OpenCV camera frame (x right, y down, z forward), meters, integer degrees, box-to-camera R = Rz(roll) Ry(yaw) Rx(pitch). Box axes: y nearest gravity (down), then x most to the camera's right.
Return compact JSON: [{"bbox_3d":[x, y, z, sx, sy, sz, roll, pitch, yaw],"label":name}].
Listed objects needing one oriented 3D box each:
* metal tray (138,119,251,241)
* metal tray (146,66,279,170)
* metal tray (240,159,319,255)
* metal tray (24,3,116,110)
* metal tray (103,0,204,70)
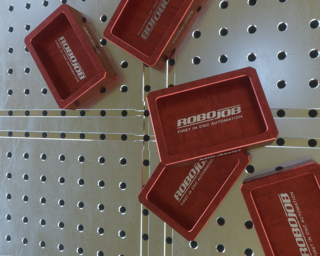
[{"bbox_3d":[0.042,0.064,0.395,0.090,0.030,0.129,35,101,16],"label":"metal tray"},{"bbox_3d":[0.057,-0.011,0.361,0.131,0.030,0.090,-14,71,3],"label":"metal tray"},{"bbox_3d":[0.158,0.111,0.354,0.090,0.030,0.130,-22,83,18],"label":"metal tray"},{"bbox_3d":[-0.134,-0.103,0.457,0.090,0.030,0.130,-34,79,17],"label":"metal tray"},{"bbox_3d":[-0.006,-0.155,0.412,0.090,0.030,0.129,35,101,16],"label":"metal tray"}]
